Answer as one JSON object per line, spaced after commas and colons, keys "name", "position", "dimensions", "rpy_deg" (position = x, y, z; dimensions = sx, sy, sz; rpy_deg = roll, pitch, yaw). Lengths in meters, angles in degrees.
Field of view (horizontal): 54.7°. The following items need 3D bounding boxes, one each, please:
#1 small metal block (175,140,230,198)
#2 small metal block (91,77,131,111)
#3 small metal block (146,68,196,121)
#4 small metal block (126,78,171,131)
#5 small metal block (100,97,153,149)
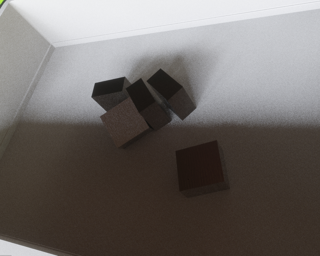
{"name": "small metal block", "position": [0.048, 0.047, 0.351], "dimensions": [0.050, 0.025, 0.050], "rpy_deg": [-17, 55, 18]}
{"name": "small metal block", "position": [-0.062, -0.045, 0.448], "dimensions": [0.050, 0.050, 0.025], "rpy_deg": [-8, 58, 24]}
{"name": "small metal block", "position": [0.015, -0.044, 0.407], "dimensions": [0.025, 0.050, 0.050], "rpy_deg": [-43, 51, -1]}
{"name": "small metal block", "position": [-0.015, -0.031, 0.415], "dimensions": [0.025, 0.050, 0.050], "rpy_deg": [-35, 52, 5]}
{"name": "small metal block", "position": [-0.045, -0.006, 0.419], "dimensions": [0.050, 0.025, 0.050], "rpy_deg": [-33, 77, 7]}
